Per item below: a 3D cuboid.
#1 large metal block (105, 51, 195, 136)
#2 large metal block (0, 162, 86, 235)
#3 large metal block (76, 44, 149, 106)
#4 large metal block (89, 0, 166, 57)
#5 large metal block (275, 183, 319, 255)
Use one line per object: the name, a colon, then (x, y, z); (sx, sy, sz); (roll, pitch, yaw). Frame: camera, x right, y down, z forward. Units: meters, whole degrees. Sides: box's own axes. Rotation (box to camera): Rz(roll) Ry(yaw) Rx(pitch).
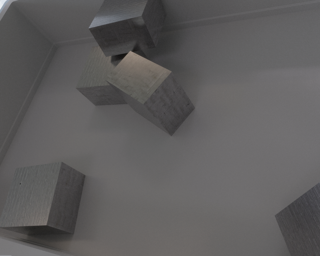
large metal block: (-0.012, -0.044, 0.404); (0.080, 0.080, 0.050); (35, 81, 38)
large metal block: (-0.155, 0.096, 0.412); (0.080, 0.050, 0.080); (-10, 58, 23)
large metal block: (-0.071, -0.083, 0.478); (0.080, 0.050, 0.080); (0, 62, 28)
large metal block: (-0.044, -0.154, 0.446); (0.080, 0.050, 0.080); (-5, 50, 23)
large metal block: (0.144, 0.087, 0.233); (0.050, 0.080, 0.080); (0, 53, -17)
